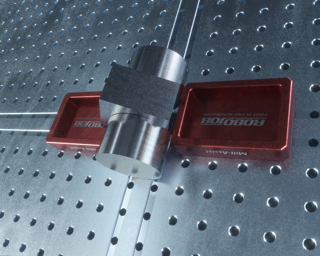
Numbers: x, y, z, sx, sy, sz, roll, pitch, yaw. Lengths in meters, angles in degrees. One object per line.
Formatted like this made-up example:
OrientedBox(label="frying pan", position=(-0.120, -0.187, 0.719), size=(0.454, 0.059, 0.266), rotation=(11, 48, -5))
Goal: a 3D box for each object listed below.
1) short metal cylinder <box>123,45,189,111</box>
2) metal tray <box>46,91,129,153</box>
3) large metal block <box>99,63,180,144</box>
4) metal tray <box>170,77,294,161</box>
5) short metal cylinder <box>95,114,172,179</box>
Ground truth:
OrientedBox(label="short metal cylinder", position=(-0.006, -0.064, 0.415), size=(0.080, 0.080, 0.050), rotation=(1, 63, 29))
OrientedBox(label="metal tray", position=(-0.099, -0.010, 0.463), size=(0.130, 0.030, 0.090), rotation=(1, 62, 28))
OrientedBox(label="large metal block", position=(-0.027, -0.027, 0.385), size=(0.080, 0.080, 0.050), rotation=(17, 66, -2))
OrientedBox(label="metal tray", position=(0.085, -0.012, 0.367), size=(0.130, 0.030, 0.090), rotation=(1, 62, 28))
OrientedBox(label="short metal cylinder", position=(-0.031, 0.024, 0.374), size=(0.080, 0.080, 0.050), rotation=(2, 63, 29))
